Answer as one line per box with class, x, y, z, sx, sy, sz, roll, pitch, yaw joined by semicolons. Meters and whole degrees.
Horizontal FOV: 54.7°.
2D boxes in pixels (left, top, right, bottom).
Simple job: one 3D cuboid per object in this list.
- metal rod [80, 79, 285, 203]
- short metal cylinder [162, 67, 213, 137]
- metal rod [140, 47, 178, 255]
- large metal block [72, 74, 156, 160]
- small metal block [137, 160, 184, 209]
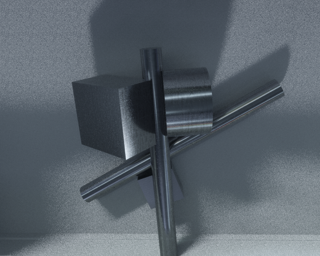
metal rod;0.022;0.022;0.417;0.300;0.025;0.025;-30;108;10
short metal cylinder;0.030;-0.031;0.369;0.050;0.080;0.079;-5;110;0
metal rod;0.001;0.050;0.400;0.025;0.025;0.298;-5;109;1
large metal block;-0.054;-0.017;0.369;0.080;0.050;0.079;13;116;38
small metal block;0.002;0.081;0.439;0.050;0.025;0.050;-20;109;7
